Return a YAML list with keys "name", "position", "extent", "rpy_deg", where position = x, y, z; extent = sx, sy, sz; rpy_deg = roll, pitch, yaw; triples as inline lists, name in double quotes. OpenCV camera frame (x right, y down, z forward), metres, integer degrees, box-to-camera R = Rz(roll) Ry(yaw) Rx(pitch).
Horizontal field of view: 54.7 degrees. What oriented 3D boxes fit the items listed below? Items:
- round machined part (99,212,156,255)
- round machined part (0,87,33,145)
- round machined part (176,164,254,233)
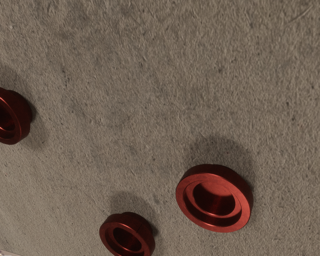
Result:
- name: "round machined part"
  position: [-0.052, 0.185, 0.535]
  extent: [0.098, 0.042, 0.097]
  rpy_deg: [13, 124, 20]
- name: "round machined part"
  position: [-0.252, -0.024, 0.511]
  extent: [0.098, 0.042, 0.097]
  rpy_deg: [13, 124, 20]
- name: "round machined part"
  position: [0.074, 0.087, 0.410]
  extent: [0.098, 0.042, 0.097]
  rpy_deg: [13, 124, 20]
